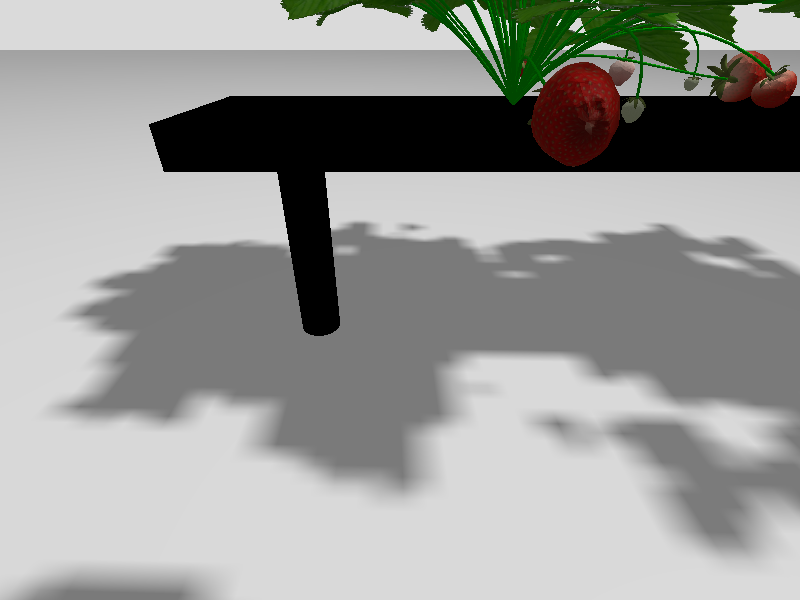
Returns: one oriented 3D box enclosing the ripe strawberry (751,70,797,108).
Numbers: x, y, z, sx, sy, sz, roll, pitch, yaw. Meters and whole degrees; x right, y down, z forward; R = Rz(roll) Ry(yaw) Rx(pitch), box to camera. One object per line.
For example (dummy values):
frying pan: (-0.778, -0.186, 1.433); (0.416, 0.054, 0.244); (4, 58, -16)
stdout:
ripe strawberry: (0.270, -0.150, 0.288); (0.024, 0.023, 0.022); (-28, 24, 25)

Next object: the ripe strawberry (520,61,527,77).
ripe strawberry: (0.154, -0.301, 0.508); (0.031, 0.035, 0.033); (8, 16, 12)

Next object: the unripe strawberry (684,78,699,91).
unripe strawberry: (0.233, -0.173, 0.320); (0.010, 0.010, 0.009); (-3, 33, -4)

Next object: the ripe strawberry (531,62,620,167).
ripe strawberry: (0.067, -0.070, 0.153); (0.032, 0.036, 0.035); (4, 34, 6)

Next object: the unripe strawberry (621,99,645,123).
unripe strawberry: (0.119, -0.097, 0.205); (0.011, 0.011, 0.010); (-7, 34, -11)

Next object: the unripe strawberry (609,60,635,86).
unripe strawberry: (0.240, -0.247, 0.436); (0.021, 0.025, 0.025); (-29, 43, -36)

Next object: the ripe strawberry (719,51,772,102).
ripe strawberry: (0.271, -0.175, 0.314); (0.034, 0.035, 0.031); (-1, 33, -3)
